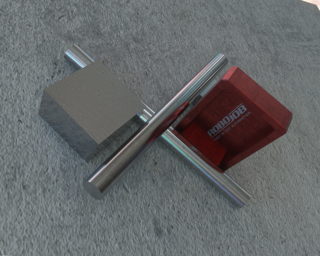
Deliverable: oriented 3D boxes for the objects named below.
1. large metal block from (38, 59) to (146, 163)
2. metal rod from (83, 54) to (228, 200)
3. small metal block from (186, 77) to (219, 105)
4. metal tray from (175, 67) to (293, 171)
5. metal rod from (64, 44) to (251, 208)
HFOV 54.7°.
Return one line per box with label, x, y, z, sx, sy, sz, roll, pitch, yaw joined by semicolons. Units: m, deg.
large metal block;-0.078;-0.021;0.359;0.080;0.050;0.080;45;51;3
metal rod;0.015;-0.023;0.397;0.025;0.025;0.301;43;51;1
small metal block;0.066;-0.058;0.478;0.050;0.025;0.050;46;51;3
metal tray;0.083;-0.004;0.386;0.090;0.129;0.030;40;51;-1
metal rod;-0.003;-0.002;0.407;0.300;0.025;0.025;41;51;-1
